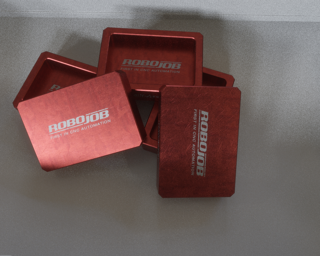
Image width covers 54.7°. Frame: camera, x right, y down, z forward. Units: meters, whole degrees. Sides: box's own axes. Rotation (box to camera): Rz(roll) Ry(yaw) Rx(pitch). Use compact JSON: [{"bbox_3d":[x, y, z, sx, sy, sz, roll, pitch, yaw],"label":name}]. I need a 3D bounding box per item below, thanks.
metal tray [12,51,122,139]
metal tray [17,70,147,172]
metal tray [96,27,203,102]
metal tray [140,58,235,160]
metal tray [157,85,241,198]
[{"bbox_3d":[-0.115,-0.043,0.418,0.131,0.030,0.090,19,71,6],"label":"metal tray"},{"bbox_3d":[-0.092,-0.008,0.371,0.130,0.030,0.089,-16,100,10],"label":"metal tray"},{"bbox_3d":[-0.011,-0.082,0.403,0.131,0.030,0.090,3,70,1],"label":"metal tray"},{"bbox_3d":[0.038,-0.021,0.413,0.090,0.030,0.130,18,71,6],"label":"metal tray"},{"bbox_3d":[0.044,0.015,0.366,0.091,0.030,0.129,1,98,-6],"label":"metal tray"}]
